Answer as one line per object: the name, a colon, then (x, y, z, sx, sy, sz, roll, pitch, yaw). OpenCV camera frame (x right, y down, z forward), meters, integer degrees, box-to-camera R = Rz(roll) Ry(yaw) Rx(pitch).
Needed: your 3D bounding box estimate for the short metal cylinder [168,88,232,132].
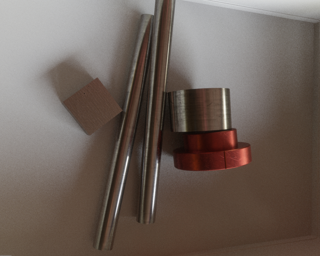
short metal cylinder: (0.051, -0.023, 0.401, 0.081, 0.080, 0.050, -4, 92, -20)

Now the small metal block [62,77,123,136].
small metal block: (-0.083, -0.026, 0.380, 0.050, 0.025, 0.050, -40, 103, -16)

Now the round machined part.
round machined part: (0.065, 0.024, 0.397, 0.099, 0.098, 0.042, -7, 93, -20)

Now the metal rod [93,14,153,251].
metal rod: (-0.042, 0.002, 0.395, 0.025, 0.025, 0.298, 13, 86, -20)

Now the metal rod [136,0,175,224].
metal rod: (-0.005, -0.027, 0.395, 0.025, 0.025, 0.298, 4, 94, -20)
